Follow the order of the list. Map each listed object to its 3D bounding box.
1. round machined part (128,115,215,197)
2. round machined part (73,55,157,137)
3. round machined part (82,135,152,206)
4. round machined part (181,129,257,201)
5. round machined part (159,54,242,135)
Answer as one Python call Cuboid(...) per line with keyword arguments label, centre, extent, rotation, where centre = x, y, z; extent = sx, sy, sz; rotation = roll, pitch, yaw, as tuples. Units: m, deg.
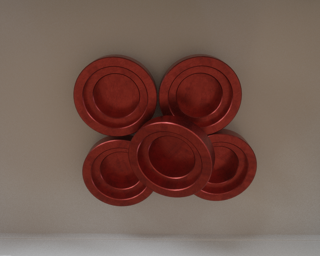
Cuboid(label="round machined part", centre=(0.016, 0.030, 0.366), extent=(0.098, 0.042, 0.097), rotation=(8, 116, 16))
Cuboid(label="round machined part", centre=(-0.053, -0.042, 0.384), extent=(0.099, 0.042, 0.097), rotation=(0, 110, -1))
Cuboid(label="round machined part", centre=(-0.051, 0.053, 0.419), extent=(0.099, 0.042, 0.097), rotation=(0, 110, -1))
Cuboid(label="round machined part", centre=(0.076, 0.046, 0.418), extent=(0.099, 0.042, 0.097), rotation=(0, 110, -1))
Cuboid(label="round machined part", centre=(0.048, -0.043, 0.385), extent=(0.099, 0.042, 0.097), rotation=(0, 110, -1))
